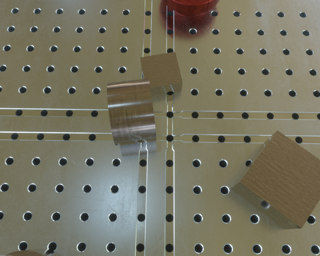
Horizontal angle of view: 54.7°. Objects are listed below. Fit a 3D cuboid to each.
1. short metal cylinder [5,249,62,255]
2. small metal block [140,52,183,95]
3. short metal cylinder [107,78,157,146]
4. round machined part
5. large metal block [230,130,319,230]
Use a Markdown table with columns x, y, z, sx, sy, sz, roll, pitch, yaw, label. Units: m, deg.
| x | y | z | sx | sy | sz | roll | pitch | yaw | label |
| --- | --- | --- | --- | --- | --- | --- | --- | --- | --- |
| -0.141 | 0.174 | 0.334 | 0.081 | 0.050 | 0.080 | 0 | 70 | 0 | short metal cylinder |
| 0.002 | -0.076 | 0.440 | 0.050 | 0.025 | 0.050 | -10 | 70 | -4 | small metal block |
| -0.034 | -0.020 | 0.389 | 0.050 | 0.080 | 0.080 | -7 | 70 | -3 | short metal cylinder |
| 0.047 | -0.215 | 0.482 | 0.099 | 0.042 | 0.098 | 0 | 70 | 0 | round machined part |
| 0.147 | 0.064 | 0.376 | 0.080 | 0.050 | 0.080 | 37 | 74 | 12 | large metal block |
